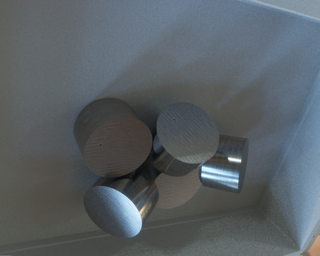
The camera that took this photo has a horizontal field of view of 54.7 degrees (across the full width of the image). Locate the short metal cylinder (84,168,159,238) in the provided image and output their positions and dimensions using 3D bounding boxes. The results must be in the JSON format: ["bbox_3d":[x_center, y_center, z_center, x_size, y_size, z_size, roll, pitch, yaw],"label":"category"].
[{"bbox_3d":[-0.048,0.091,0.394,0.050,0.080,0.079,-49,149,-54],"label":"short metal cylinder"}]

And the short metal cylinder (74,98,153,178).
[{"bbox_3d":[-0.056,0.012,0.367,0.081,0.050,0.079,-14,125,-21],"label":"short metal cylinder"}]

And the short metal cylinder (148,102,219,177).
[{"bbox_3d":[0.026,0.015,0.386,0.081,0.080,0.050,-8,158,-25],"label":"short metal cylinder"}]

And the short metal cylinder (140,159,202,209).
[{"bbox_3d":[0.013,0.067,0.441,0.081,0.050,0.079,-14,125,-21],"label":"short metal cylinder"}]

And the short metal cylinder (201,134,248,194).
[{"bbox_3d":[0.096,0.051,0.450,0.080,0.050,0.080,8,91,-68],"label":"short metal cylinder"}]
